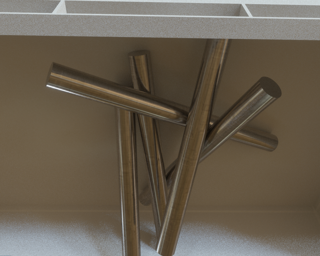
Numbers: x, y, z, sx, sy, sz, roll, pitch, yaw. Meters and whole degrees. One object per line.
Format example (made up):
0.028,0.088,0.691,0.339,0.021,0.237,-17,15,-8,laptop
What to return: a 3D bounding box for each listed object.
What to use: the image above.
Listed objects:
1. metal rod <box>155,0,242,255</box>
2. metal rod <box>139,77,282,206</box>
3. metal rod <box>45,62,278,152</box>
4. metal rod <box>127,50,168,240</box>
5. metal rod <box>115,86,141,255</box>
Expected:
0.038,0.014,0.348,0.025,0.025,0.298,10,107,-9,metal rod
0.040,0.039,0.398,0.025,0.025,0.298,20,141,-17,metal rod
0.025,-0.015,0.361,0.302,0.025,0.025,15,129,-27,metal rod
-0.007,0.049,0.409,0.025,0.025,0.298,-5,118,4,metal rod
-0.040,0.095,0.407,0.025,0.025,0.298,-1,104,0,metal rod
